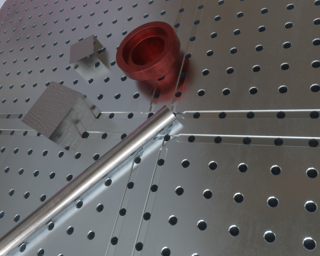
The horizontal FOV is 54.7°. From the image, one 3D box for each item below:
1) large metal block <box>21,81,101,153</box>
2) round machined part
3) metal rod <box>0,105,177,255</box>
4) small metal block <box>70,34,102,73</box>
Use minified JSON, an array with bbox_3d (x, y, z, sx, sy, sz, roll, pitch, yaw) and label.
[{"bbox_3d":[-0.154,-0.019,0.485,0.080,0.050,0.080,23,74,36],"label":"large metal block"},{"bbox_3d":[-0.014,-0.112,0.473,0.098,0.042,0.098,-13,56,21],"label":"round machined part"},{"bbox_3d":[-0.102,0.073,0.416,0.300,0.025,0.025,-39,51,1],"label":"metal rod"},{"bbox_3d":[-0.135,-0.135,0.562,0.050,0.025,0.050,-20,54,16],"label":"small metal block"}]
